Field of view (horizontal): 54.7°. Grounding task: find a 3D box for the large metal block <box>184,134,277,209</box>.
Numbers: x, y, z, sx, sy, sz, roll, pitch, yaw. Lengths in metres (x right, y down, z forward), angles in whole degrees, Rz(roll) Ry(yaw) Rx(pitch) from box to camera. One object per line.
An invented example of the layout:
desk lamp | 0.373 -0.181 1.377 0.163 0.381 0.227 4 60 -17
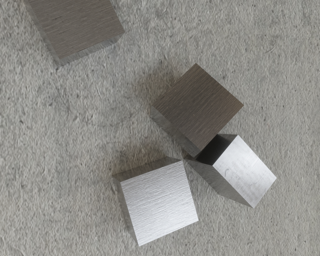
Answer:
large metal block | 0.090 0.053 0.413 0.080 0.080 0.050 46 76 -15

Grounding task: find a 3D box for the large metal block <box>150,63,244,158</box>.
large metal block | 0.045 -0.021 0.398 0.080 0.050 0.080 43 75 7

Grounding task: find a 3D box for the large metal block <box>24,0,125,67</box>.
large metal block | -0.099 -0.127 0.359 0.080 0.050 0.080 -29 100 -18

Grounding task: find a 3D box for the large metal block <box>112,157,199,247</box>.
large metal block | -0.007 0.089 0.393 0.081 0.050 0.080 -17 96 -19
